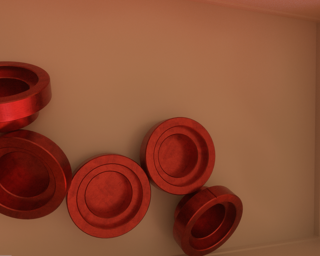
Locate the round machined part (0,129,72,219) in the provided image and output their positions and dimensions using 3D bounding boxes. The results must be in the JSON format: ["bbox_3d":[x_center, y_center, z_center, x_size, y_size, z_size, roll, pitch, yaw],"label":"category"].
[{"bbox_3d":[-0.144,0.046,0.334,0.099,0.042,0.097,1,112,2],"label":"round machined part"}]

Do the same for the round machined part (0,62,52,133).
[{"bbox_3d":[-0.164,-0.031,0.320,0.099,0.098,0.042,-7,126,-20],"label":"round machined part"}]

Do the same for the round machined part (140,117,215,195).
[{"bbox_3d":[0.020,0.036,0.406,0.099,0.042,0.097,2,86,-23],"label":"round machined part"}]

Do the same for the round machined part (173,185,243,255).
[{"bbox_3d":[0.058,0.117,0.409,0.099,0.042,0.097,-16,122,-26],"label":"round machined part"}]

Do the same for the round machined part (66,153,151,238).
[{"bbox_3d":[-0.064,0.079,0.378,0.099,0.042,0.097,0,90,-20],"label":"round machined part"}]
